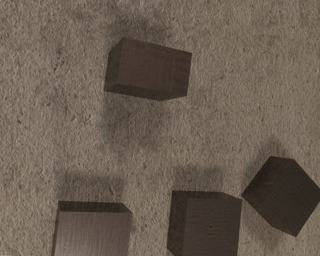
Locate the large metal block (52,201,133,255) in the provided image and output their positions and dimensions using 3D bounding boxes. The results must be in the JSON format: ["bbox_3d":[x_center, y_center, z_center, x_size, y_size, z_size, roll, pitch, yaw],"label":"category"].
[{"bbox_3d":[-0.083,0.133,0.366,0.081,0.050,0.080,7,88,-20],"label":"large metal block"}]

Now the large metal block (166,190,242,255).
[{"bbox_3d":[0.059,0.130,0.419,0.081,0.050,0.080,6,88,-20],"label":"large metal block"}]

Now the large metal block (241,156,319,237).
[{"bbox_3d":[0.184,0.101,0.466,0.080,0.050,0.080,45,76,-15],"label":"large metal block"}]

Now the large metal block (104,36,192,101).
[{"bbox_3d":[-0.018,-0.066,0.374,0.081,0.080,0.050,8,88,-20],"label":"large metal block"}]
